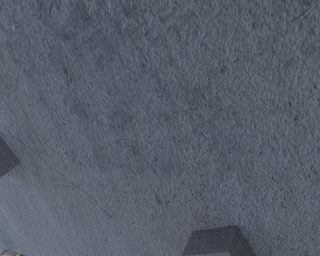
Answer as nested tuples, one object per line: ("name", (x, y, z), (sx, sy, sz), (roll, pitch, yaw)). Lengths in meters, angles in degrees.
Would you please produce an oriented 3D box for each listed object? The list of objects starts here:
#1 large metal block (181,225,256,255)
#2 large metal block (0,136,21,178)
("large metal block", (0.093, 0.199, 0.465), (0.080, 0.050, 0.080), (-22, 107, 36))
("large metal block", (-0.334, 0.060, 0.605), (0.080, 0.050, 0.080), (-23, 106, 36))
